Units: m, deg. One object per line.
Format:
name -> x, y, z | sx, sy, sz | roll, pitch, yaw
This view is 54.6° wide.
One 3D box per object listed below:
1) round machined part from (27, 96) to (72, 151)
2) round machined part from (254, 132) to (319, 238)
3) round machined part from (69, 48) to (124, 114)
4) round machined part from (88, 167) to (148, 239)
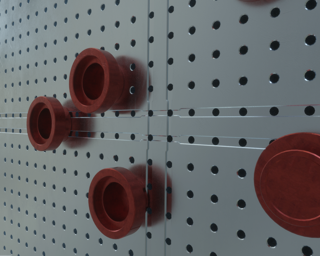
round machined part -> -0.199, -0.008, 0.564 | 0.098, 0.042, 0.097 | 0, 90, 40
round machined part -> 0.134, 0.053, 0.288 | 0.098, 0.042, 0.097 | 0, 90, 40
round machined part -> -0.094, -0.070, 0.477 | 0.098, 0.042, 0.097 | 0, 90, 40
round machined part -> -0.056, 0.105, 0.446 | 0.098, 0.042, 0.097 | 0, 90, 40
